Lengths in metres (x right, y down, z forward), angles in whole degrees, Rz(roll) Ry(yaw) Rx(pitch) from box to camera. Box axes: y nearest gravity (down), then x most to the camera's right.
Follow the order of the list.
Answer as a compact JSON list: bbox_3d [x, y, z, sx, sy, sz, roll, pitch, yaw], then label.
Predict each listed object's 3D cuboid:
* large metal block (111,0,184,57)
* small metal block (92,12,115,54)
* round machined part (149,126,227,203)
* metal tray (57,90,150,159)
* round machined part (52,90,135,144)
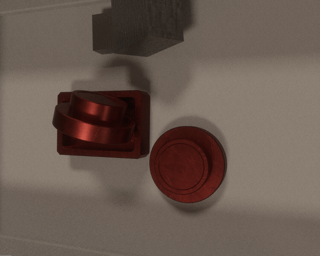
[{"bbox_3d":[-0.018,-0.139,0.383,0.080,0.050,0.079,-5,88,55],"label":"large metal block"},{"bbox_3d":[-0.066,-0.133,0.433,0.050,0.025,0.050,-2,90,19],"label":"small metal block"},{"bbox_3d":[0.032,0.046,0.390,0.098,0.042,0.097,0,90,19],"label":"round machined part"},{"bbox_3d":[-0.081,-0.006,0.434,0.130,0.030,0.089,1,90,19],"label":"metal tray"},{"bbox_3d":[-0.078,-0.017,0.382,0.098,0.098,0.042,20,104,18],"label":"round machined part"}]
